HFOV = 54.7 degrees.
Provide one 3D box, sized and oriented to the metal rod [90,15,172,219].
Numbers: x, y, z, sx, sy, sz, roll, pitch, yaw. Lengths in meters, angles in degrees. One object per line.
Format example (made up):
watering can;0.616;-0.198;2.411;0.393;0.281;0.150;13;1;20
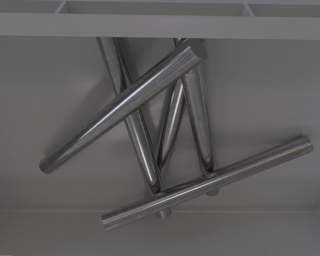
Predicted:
metal rod;-0.026;0.010;0.396;0.025;0.025;0.298;-10;124;8

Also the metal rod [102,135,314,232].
metal rod;0.065;0.076;0.428;0.301;0.025;0.025;-21;128;-1

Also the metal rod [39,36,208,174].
metal rod;-0.066;-0.007;0.364;0.025;0.025;0.299;35;133;-26

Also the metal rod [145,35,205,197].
metal rod;0.010;0.016;0.422;0.025;0.025;0.298;7;130;-6

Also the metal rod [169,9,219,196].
metal rod;0.052;-0.001;0.386;0.025;0.025;0.299;-9;136;8
